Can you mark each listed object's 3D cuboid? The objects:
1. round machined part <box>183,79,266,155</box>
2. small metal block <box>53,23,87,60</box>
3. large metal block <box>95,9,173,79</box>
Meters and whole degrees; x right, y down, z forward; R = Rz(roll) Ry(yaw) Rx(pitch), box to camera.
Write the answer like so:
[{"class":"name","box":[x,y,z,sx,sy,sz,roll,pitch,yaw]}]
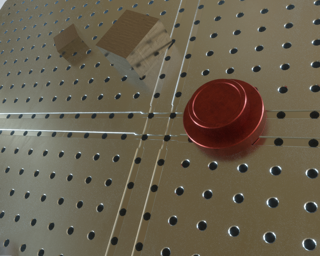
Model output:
[{"class":"round machined part","box":[0.073,-0.020,0.371,0.098,0.042,0.098,-13,56,21]},{"class":"small metal block","box":[-0.176,-0.169,0.605,0.050,0.025,0.050,-33,51,6]},{"class":"large metal block","box":[-0.042,-0.136,0.498,0.080,0.050,0.080,31,79,38]}]
